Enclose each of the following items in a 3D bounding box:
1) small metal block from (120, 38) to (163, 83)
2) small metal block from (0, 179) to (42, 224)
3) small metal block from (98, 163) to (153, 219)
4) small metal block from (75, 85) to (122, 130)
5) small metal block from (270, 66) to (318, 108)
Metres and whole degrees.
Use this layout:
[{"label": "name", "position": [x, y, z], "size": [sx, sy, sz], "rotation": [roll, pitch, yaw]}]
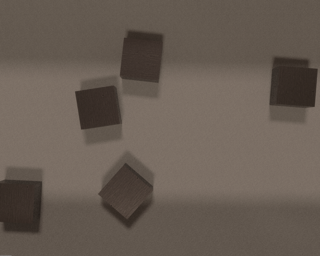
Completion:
[{"label": "small metal block", "position": [-0.024, -0.089, 0.411], "size": [0.050, 0.025, 0.050], "rotation": [6, 90, -1]}, {"label": "small metal block", "position": [-0.187, 0.096, 0.409], "size": [0.050, 0.025, 0.050], "rotation": [3, 90, -1]}, {"label": "small metal block", "position": [-0.045, 0.083, 0.411], "size": [0.050, 0.025, 0.050], "rotation": [41, 90, -1]}, {"label": "small metal block", "position": [-0.080, -0.026, 0.410], "size": [0.050, 0.025, 0.050], "rotation": [-9, 90, -1]}, {"label": "small metal block", "position": [0.178, -0.054, 0.414], "size": [0.050, 0.025, 0.050], "rotation": [4, 90, -1]}]
